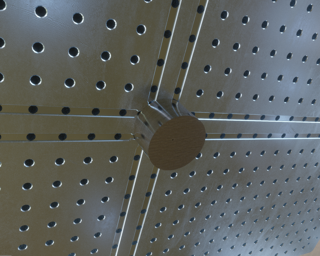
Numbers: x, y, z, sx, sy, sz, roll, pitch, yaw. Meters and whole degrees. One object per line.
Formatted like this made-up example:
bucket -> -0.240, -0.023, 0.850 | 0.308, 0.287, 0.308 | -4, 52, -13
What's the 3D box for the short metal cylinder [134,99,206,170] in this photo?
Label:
short metal cylinder -> 0.012, 0.008, 0.406 | 0.081, 0.050, 0.080 | -14, 124, -21
